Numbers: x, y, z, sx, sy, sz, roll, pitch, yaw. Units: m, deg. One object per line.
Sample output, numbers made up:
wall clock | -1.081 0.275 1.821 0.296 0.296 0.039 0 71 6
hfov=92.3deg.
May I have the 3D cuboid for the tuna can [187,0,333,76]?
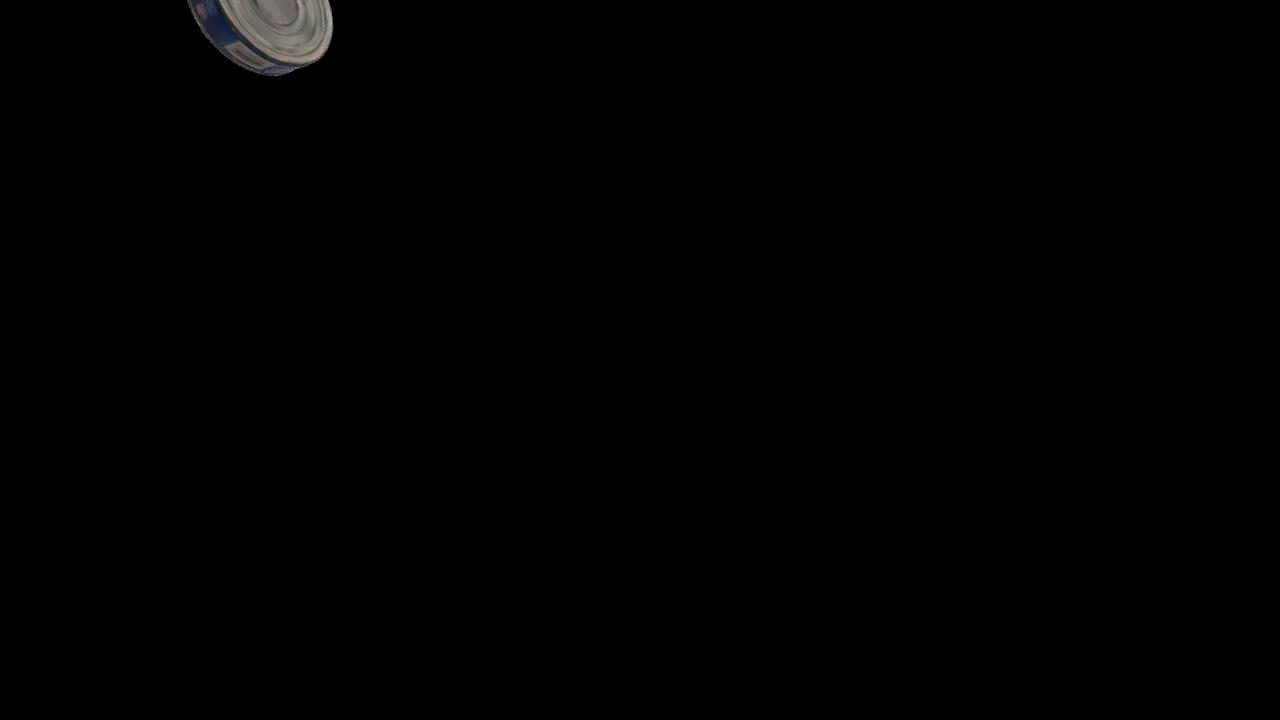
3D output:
tuna can | -0.256 -0.242 0.420 0.034 0.084 0.084 4 2 31
